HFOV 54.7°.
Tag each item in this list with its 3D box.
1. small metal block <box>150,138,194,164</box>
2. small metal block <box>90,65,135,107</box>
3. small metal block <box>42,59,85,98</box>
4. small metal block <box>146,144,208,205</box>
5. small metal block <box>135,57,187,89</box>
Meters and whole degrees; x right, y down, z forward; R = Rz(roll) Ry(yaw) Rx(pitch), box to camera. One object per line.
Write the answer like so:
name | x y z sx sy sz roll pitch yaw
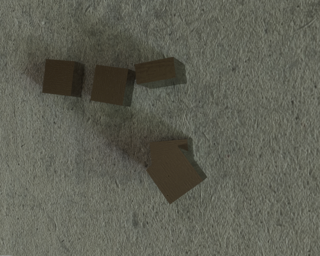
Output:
small metal block | 0.017 0.041 0.403 0.050 0.025 0.050 -6 88 20
small metal block | -0.065 -0.059 0.432 0.050 0.025 0.050 11 94 19
small metal block | -0.143 -0.073 0.459 0.050 0.025 0.050 8 93 19
small metal block | 0.020 0.055 0.375 0.050 0.025 0.050 -39 78 16
small metal block | 0.002 -0.069 0.395 0.050 0.050 0.025 -7 88 20
